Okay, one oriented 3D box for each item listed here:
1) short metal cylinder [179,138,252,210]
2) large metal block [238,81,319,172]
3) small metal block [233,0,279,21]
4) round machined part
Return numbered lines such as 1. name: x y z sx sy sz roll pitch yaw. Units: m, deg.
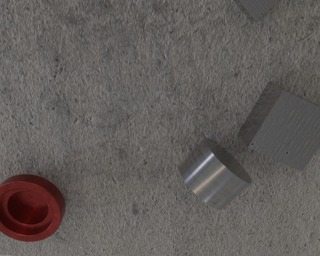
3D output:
1. short metal cylinder: 0.071 0.058 0.403 0.080 0.080 0.050 38 106 -13
2. large metal block: 0.161 -0.003 0.397 0.080 0.050 0.080 24 108 -9
3. small metal block: 0.110 -0.159 0.352 0.050 0.025 0.050 -41 105 13
4. round machined part: -0.183 0.108 0.439 0.099 0.042 0.097 0 110 0
